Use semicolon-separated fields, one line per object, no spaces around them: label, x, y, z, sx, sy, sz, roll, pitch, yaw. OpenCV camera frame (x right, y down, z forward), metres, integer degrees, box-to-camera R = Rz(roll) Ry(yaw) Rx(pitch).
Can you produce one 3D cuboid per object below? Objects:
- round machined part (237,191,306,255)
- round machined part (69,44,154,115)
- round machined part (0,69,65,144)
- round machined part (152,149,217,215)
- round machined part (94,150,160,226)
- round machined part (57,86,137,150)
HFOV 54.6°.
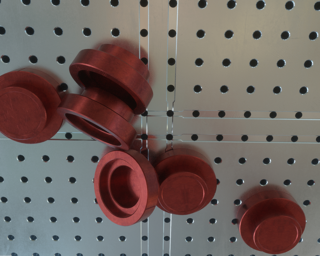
round machined part;0.167;0.146;0.459;0.099;0.042;0.097;0;110;0
round machined part;-0.051;-0.060;0.362;0.098;0.098;0.042;31;72;-11
round machined part;-0.172;-0.024;0.394;0.099;0.042;0.097;0;110;0
round machined part;0.031;0.082;0.435;0.099;0.042;0.097;0;110;0
round machined part;-0.040;0.077;0.414;0.098;0.042;0.097;2;93;38
round machined part;-0.071;-0.015;0.379;0.098;0.098;0.042;30;72;-11
